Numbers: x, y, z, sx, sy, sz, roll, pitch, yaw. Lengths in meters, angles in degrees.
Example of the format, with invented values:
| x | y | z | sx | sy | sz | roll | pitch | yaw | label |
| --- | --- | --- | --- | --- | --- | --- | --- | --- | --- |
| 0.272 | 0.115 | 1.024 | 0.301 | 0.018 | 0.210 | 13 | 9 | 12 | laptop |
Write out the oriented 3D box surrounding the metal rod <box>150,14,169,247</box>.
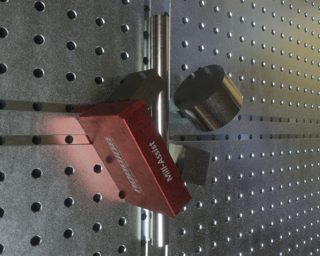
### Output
| x | y | z | sx | sy | sz | roll | pitch | yaw | label |
| --- | --- | --- | --- | --- | --- | --- | --- | --- | --- |
| -0.001 | 0.003 | 0.410 | 0.025 | 0.025 | 0.298 | 0 | 90 | -40 | metal rod |

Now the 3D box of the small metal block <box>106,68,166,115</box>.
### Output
| x | y | z | sx | sy | sz | roll | pitch | yaw | label |
| --- | --- | --- | --- | --- | --- | --- | --- | --- | --- |
| -0.029 | -0.042 | 0.369 | 0.025 | 0.050 | 0.050 | 49 | 61 | -29 | small metal block |

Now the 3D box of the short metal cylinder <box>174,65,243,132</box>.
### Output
| x | y | z | sx | sy | sz | roll | pitch | yaw | label |
| --- | --- | --- | --- | --- | --- | --- | --- | --- | --- |
| 0.067 | -0.041 | 0.431 | 0.050 | 0.080 | 0.080 | 46 | 63 | -31 | short metal cylinder |

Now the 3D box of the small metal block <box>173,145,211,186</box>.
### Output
| x | y | z | sx | sy | sz | roll | pitch | yaw | label |
| --- | --- | --- | --- | --- | --- | --- | --- | --- | --- |
| 0.043 | 0.054 | 0.449 | 0.050 | 0.025 | 0.050 | 19 | 78 | -39 | small metal block |

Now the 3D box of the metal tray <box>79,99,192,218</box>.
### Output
| x | y | z | sx | sy | sz | roll | pitch | yaw | label |
| --- | --- | --- | --- | --- | --- | --- | --- | --- | --- |
| -0.028 | 0.034 | 0.344 | 0.030 | 0.090 | 0.129 | -40 | 115 | -33 | metal tray |
